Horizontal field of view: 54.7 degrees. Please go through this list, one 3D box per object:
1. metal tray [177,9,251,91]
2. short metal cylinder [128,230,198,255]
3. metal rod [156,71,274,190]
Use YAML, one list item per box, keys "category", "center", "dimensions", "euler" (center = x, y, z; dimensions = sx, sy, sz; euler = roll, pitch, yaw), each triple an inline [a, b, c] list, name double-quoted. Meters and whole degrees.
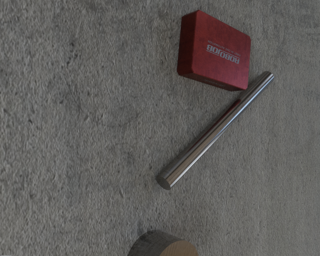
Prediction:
- category: "metal tray"
  center: [0.086, -0.112, 0.473]
  dimensions: [0.131, 0.030, 0.090]
  euler: [9, 84, -40]
- category: "short metal cylinder"
  center: [0.004, 0.176, 0.392]
  dimensions: [0.081, 0.050, 0.080]
  euler: [0, 90, -40]
- category: "metal rod"
  center: [0.101, -0.010, 0.488]
  dimensions: [0.302, 0.025, 0.025]
  euler: [-41, 115, -32]
